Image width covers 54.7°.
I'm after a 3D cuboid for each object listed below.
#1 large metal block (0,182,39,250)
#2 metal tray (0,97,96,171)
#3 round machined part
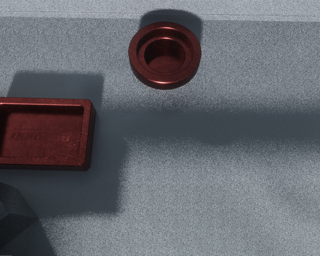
[{"bbox_3d":[-0.196,0.105,0.340,0.080,0.080,0.050,-40,75,-13],"label":"large metal block"},{"bbox_3d":[-0.155,0.008,0.402,0.131,0.030,0.090,2,70,0],"label":"metal tray"},{"bbox_3d":[0.007,-0.097,0.436,0.099,0.042,0.098,0,70,-1],"label":"round machined part"}]
